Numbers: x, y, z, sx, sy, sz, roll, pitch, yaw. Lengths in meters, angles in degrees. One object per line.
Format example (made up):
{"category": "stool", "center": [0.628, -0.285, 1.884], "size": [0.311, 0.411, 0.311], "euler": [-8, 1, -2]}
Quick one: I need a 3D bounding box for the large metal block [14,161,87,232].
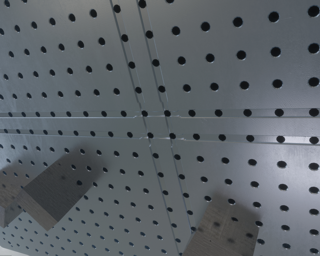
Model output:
{"category": "large metal block", "center": [-0.193, 0.121, 0.553], "size": [0.080, 0.080, 0.050], "euler": [45, 129, -3]}

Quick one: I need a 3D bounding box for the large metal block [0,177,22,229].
{"category": "large metal block", "center": [-0.354, 0.161, 0.683], "size": [0.080, 0.050, 0.080], "euler": [31, 129, 8]}

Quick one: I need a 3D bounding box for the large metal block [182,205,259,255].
{"category": "large metal block", "center": [0.086, 0.175, 0.458], "size": [0.080, 0.050, 0.079], "euler": [27, 128, 11]}
